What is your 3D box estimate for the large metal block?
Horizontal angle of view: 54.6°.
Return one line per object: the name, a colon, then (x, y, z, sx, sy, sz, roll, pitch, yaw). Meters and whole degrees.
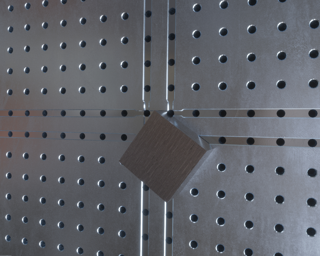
large metal block: (0.009, 0.034, 0.396, 0.080, 0.050, 0.080, 39, 102, 16)
